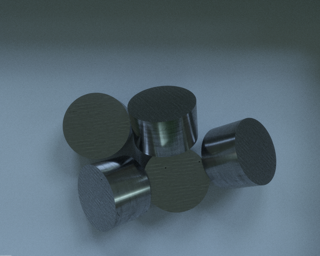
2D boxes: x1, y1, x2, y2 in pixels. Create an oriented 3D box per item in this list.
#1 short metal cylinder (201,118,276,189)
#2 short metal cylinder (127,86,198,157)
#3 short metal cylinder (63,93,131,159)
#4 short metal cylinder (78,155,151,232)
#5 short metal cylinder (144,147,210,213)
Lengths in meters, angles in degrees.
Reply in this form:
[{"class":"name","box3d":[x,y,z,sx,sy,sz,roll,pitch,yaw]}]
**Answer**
[{"class":"short metal cylinder","box3d":[0.097,0.032,0.378,0.081,0.050,0.080,14,67,-37]},{"class":"short metal cylinder","box3d":[0.005,-0.010,0.375,0.081,0.080,0.050,-8,126,-1]},{"class":"short metal cylinder","box3d":[-0.076,-0.003,0.395,0.081,0.050,0.079,0,90,-1]},{"class":"short metal cylinder","box3d":[-0.057,0.077,0.375,0.050,0.080,0.080,-11,90,-43]},{"class":"short metal cylinder","box3d":[0.020,0.062,0.398,0.081,0.050,0.079,0,90,-1]}]
